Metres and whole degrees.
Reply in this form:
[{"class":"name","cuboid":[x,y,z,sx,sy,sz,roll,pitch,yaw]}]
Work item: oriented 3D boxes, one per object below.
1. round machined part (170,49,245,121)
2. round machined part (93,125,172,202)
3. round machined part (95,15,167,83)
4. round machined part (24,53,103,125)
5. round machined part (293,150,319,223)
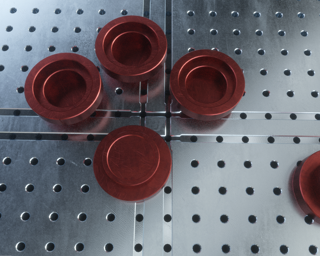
[{"class":"round machined part","cuboid":[0.062,-0.055,0.424,0.099,0.042,0.098,0,70,-1]},{"class":"round machined part","cuboid":[-0.035,0.042,0.387,0.099,0.042,0.098,0,70,-1]},{"class":"round machined part","cuboid":[-0.040,-0.107,0.442,0.099,0.042,0.098,0,70,-1]},{"class":"round machined part","cuboid":[-0.126,-0.049,0.419,0.099,0.042,0.098,0,70,-1]},{"class":"round machined part","cuboid":[0.221,0.071,0.379,0.099,0.042,0.098,0,70,-1]}]
